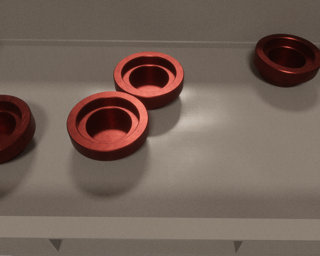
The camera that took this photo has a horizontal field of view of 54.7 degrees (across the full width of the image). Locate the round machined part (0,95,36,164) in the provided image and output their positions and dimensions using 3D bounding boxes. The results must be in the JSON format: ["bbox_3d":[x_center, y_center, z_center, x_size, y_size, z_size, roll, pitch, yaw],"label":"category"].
[{"bbox_3d":[-0.205,0.007,0.385,0.099,0.042,0.098,0,50,0],"label":"round machined part"}]

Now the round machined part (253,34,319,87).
[{"bbox_3d":[0.194,-0.101,0.482,0.099,0.042,0.098,0,50,0],"label":"round machined part"}]

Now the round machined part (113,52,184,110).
[{"bbox_3d":[-0.016,-0.064,0.448,0.099,0.042,0.098,0,50,0],"label":"round machined part"}]

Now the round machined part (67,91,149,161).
[{"bbox_3d":[-0.063,0.002,0.392,0.099,0.042,0.098,0,50,0],"label":"round machined part"}]
